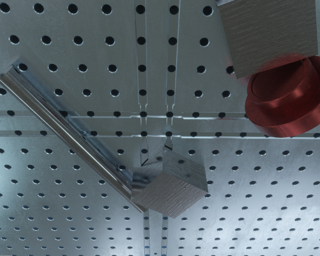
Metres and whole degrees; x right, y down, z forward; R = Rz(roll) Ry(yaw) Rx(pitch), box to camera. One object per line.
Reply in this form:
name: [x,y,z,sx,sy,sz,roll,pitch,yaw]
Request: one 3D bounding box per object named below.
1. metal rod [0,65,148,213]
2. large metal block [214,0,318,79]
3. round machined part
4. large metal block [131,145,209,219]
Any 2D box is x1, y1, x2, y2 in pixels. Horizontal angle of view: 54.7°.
metal rod: [-0.103,0.034,0.439,0.025,0.025,0.300,-24,126,19]
large metal block: [0.103,-0.106,0.306,0.080,0.050,0.080,-16,129,13]
round machined part: [0.133,-0.041,0.330,0.098,0.098,0.042,-34,123,25]
large metal block: [0.013,0.084,0.467,0.080,0.050,0.080,28,125,-22]
